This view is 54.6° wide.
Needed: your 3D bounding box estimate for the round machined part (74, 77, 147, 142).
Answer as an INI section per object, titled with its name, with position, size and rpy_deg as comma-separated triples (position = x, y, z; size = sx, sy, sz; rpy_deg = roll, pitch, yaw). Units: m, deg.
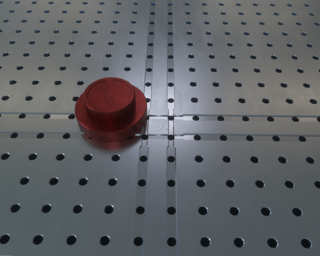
[round machined part]
position = -0.067, -0.032, 0.423
size = 0.099, 0.042, 0.098
rpy_deg = 0, 50, 0
